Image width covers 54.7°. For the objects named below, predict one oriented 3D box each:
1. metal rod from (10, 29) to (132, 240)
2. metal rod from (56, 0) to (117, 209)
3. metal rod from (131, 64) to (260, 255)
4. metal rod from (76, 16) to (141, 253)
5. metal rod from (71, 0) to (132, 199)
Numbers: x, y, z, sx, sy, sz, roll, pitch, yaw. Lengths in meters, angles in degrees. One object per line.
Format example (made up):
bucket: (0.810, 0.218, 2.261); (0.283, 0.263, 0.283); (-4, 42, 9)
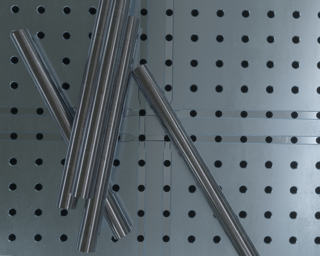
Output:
metal rod: (-0.117, 0.008, 0.411); (0.025, 0.025, 0.299); (-27, 90, 0)
metal rod: (-0.089, -0.050, 0.395); (0.025, 0.025, 0.298); (10, 83, -1)
metal rod: (0.048, 0.049, 0.414); (0.025, 0.025, 0.299); (-31, 90, 0)
metal rod: (-0.064, 0.002, 0.395); (0.025, 0.025, 0.298); (10, 83, -1)
metal rod: (-0.066, -0.066, 0.380); (0.025, 0.025, 0.298); (10, 83, -1)
